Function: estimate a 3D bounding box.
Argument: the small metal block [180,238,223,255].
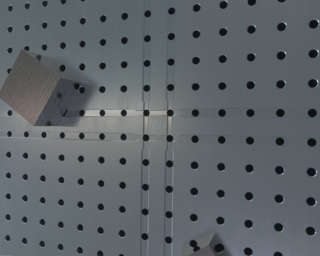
[{"bbox_3d":[0.057,0.177,0.392,0.050,0.025,0.050,-35,79,16],"label":"small metal block"}]

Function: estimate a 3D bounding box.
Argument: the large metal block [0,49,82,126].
[{"bbox_3d":[-0.179,-0.058,0.463,0.080,0.050,0.080,36,101,16],"label":"large metal block"}]
